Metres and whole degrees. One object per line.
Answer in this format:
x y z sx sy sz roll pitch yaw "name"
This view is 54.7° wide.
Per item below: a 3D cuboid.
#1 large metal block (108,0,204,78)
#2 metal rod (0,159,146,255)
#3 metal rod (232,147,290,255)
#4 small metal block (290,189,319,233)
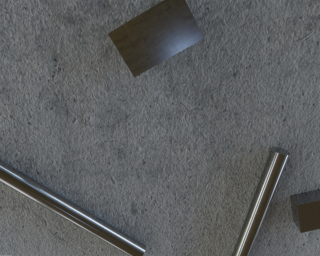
-0.004 -0.104 0.342 0.080 0.080 0.050 -28 108 9 "large metal block"
-0.149 0.109 0.447 0.301 0.025 0.025 35 106 -13 "metal rod"
0.134 0.168 0.473 0.025 0.025 0.298 11 110 -5 "metal rod"
0.226 0.122 0.458 0.050 0.025 0.050 -14 110 4 "small metal block"
